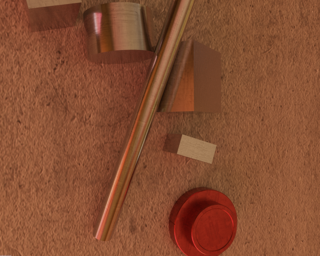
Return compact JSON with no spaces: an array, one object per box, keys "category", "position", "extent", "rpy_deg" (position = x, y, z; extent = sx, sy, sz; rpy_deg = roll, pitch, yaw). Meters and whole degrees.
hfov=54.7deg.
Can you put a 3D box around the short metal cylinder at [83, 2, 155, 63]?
[{"category":"short metal cylinder","position":[-0.047,-0.108,0.363],"extent":[0.081,0.080,0.050],"rpy_deg":[-6,92,-20]}]

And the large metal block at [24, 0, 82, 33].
[{"category":"large metal block","position":[-0.125,-0.158,0.334],"extent":[0.050,0.080,0.080],"rpy_deg":[-16,96,-20]}]

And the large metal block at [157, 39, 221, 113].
[{"category":"large metal block","position":[0.038,-0.059,0.391],"extent":[0.080,0.050,0.079],"rpy_deg":[-1,91,-57]}]

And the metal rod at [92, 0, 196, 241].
[{"category":"metal rod","position":[-0.022,-0.005,0.361],"extent":[0.025,0.025,0.298],"rpy_deg":[16,100,-20]}]

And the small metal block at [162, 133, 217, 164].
[{"category":"small metal block","position":[0.038,0.027,0.411],"extent":[0.050,0.050,0.025],"rpy_deg":[18,84,-20]}]

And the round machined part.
[{"category":"round machined part","position":[0.065,0.134,0.426],"extent":[0.099,0.042,0.097],"rpy_deg":[0,90,-21]}]
